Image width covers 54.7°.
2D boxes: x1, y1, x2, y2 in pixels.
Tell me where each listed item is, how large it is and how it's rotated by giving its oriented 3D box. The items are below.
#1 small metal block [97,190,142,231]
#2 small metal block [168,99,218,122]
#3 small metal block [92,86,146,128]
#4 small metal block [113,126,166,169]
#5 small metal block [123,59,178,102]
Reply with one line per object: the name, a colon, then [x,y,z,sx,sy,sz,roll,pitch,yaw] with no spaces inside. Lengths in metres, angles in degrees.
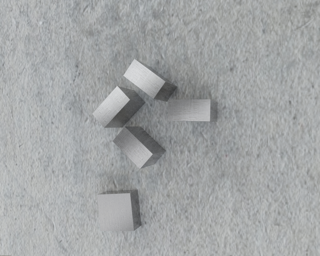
small metal block: [-0.056,0.113,0.428,0.050,0.025,0.050,-7,88,19]
small metal block: [0.041,-0.021,0.381,0.050,0.050,0.025,1,91,19]
small metal block: [-0.054,-0.027,0.414,0.050,0.050,0.025,-46,76,14]
small metal block: [-0.026,0.024,0.404,0.050,0.050,0.025,43,104,14]
small metal block: [-0.011,-0.060,0.399,0.050,0.050,0.025,38,102,15]
